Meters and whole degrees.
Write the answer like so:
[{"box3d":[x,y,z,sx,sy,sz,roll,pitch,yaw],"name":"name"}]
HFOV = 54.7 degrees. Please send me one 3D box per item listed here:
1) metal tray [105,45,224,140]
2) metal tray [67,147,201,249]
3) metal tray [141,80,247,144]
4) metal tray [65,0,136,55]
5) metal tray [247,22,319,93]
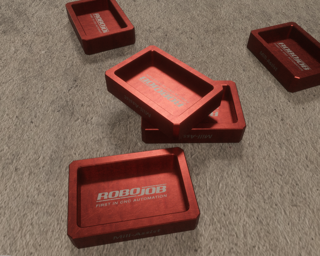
[{"box3d":[0.004,-0.051,0.403,0.130,0.030,0.091,37,59,26],"name":"metal tray"},{"box3d":[-0.031,0.072,0.338,0.131,0.030,0.090,-7,50,-7],"name":"metal tray"},{"box3d":[0.041,-0.024,0.420,0.131,0.030,0.090,0,50,-1],"name":"metal tray"},{"box3d":[-0.109,-0.189,0.557,0.091,0.030,0.130,-18,53,-16],"name":"metal tray"},{"box3d":[0.214,-0.119,0.502,0.091,0.030,0.130,-16,52,-14],"name":"metal tray"}]
